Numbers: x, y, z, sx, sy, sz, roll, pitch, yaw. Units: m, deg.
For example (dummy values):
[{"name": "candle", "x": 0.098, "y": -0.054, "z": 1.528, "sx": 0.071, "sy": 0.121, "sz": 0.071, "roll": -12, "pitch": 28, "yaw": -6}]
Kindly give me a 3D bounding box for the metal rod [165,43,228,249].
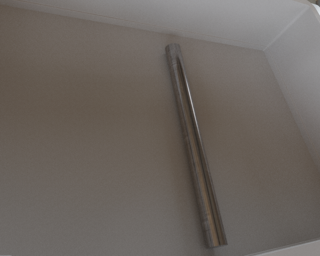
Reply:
[{"name": "metal rod", "x": 0.043, "y": 0.005, "z": 0.424, "sx": 0.025, "sy": 0.025, "sz": 0.299, "roll": 4, "pitch": 60, "yaw": -26}]
